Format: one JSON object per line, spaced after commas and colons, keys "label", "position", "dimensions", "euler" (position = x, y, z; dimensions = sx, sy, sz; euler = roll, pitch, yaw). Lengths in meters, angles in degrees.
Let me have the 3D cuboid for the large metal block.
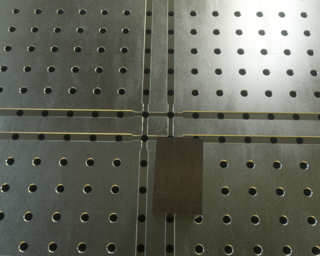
{"label": "large metal block", "position": [0.020, 0.061, 0.360], "dimensions": [0.050, 0.080, 0.080], "euler": [3, 70, 1]}
